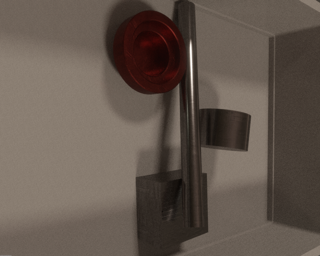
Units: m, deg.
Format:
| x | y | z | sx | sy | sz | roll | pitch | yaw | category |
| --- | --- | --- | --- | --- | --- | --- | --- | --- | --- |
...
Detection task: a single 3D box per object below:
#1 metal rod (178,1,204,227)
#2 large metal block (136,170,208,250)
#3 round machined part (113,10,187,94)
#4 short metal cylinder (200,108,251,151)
| x | y | z | sx | sy | sz | roll | pitch | yaw | category |
| --- | --- | --- | --- | --- | --- | --- | --- | --- | --- |
| 0.038 | -0.029 | 0.401 | 0.025 | 0.025 | 0.299 | 13 | 70 | -40 | metal rod |
| 0.017 | 0.102 | 0.407 | 0.081 | 0.050 | 0.079 | -3 | 92 | -40 | large metal block |
| -0.016 | -0.090 | 0.384 | 0.099 | 0.042 | 0.097 | 0 | 90 | -40 | round machined part |
| 0.088 | 0.004 | 0.447 | 0.081 | 0.080 | 0.050 | 12 | 83 | -40 | short metal cylinder |
